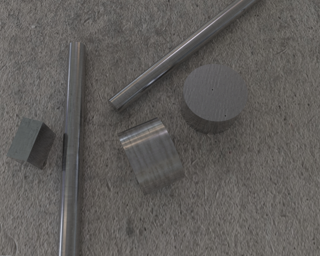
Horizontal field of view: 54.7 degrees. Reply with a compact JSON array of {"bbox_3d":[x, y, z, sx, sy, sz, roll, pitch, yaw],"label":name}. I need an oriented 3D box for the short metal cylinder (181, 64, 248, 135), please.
[{"bbox_3d":[0.069,-0.037,0.409,0.081,0.050,0.080,0,70,0],"label":"short metal cylinder"}]

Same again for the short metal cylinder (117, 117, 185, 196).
[{"bbox_3d":[-0.011,0.033,0.367,0.050,0.080,0.080,-24,72,-8],"label":"short metal cylinder"}]

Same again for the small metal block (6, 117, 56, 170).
[{"bbox_3d":[-0.158,0.021,0.386,0.025,0.050,0.050,14,71,5],"label":"small metal block"}]

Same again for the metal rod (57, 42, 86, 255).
[{"bbox_3d":[-0.112,0.022,0.399,0.025,0.025,0.299,-3,70,-1],"label":"metal rod"}]

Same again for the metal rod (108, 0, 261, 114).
[{"bbox_3d":[0.049,-0.123,0.453,0.301,0.025,0.025,-41,75,-14],"label":"metal rod"}]
